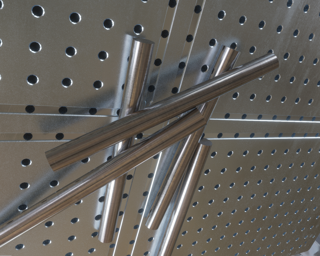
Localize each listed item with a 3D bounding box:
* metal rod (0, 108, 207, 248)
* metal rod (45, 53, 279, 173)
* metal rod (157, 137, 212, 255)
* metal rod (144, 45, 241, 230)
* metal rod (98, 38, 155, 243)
[{"bbox_3d":[-0.078,0.063,0.382,0.301,0.025,0.025,-31,129,1],"label":"metal rod"},{"bbox_3d":[0.014,-0.025,0.371,0.302,0.025,0.025,-25,128,-13],"label":"metal rod"},{"bbox_3d":[0.029,0.151,0.522,0.025,0.025,0.298,1,118,-29],"label":"metal rod"},{"bbox_3d":[0.040,0.027,0.451,0.025,0.025,0.298,9,114,-33],"label":"metal rod"},{"bbox_3d":[-0.050,0.034,0.406,0.025,0.025,0.298,-1,119,-28],"label":"metal rod"}]
